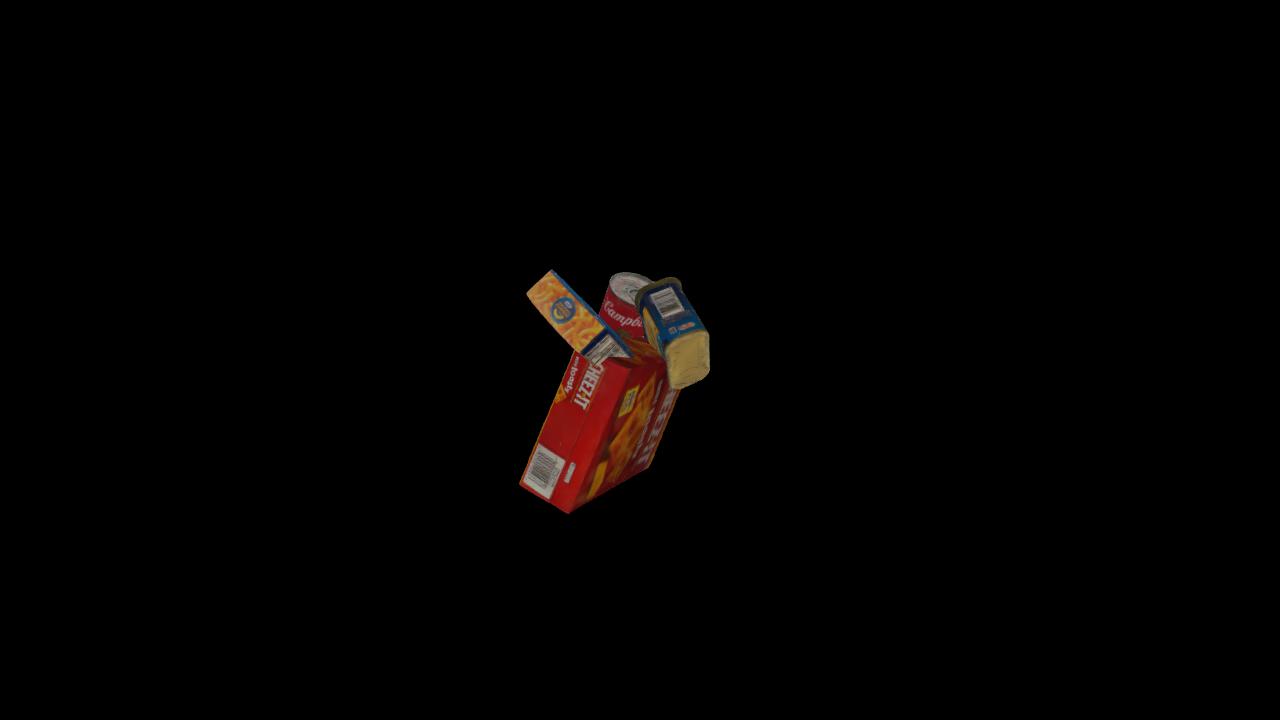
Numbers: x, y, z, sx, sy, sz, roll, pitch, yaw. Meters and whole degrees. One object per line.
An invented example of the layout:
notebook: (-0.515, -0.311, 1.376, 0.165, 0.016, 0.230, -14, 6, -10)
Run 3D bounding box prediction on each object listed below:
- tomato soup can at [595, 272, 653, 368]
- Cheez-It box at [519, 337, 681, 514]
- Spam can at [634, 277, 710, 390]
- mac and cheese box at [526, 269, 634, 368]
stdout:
tomato soup can: (-0.019, -0.048, 0.755, 0.068, 0.101, 0.068, 14, 40, -12)
Cheez-It box: (-0.026, 0.062, 0.696, 0.071, 0.166, 0.223, 27, 12, 18)
Spam can: (0.038, -0.028, 0.701, 0.058, 0.085, 0.101, -21, -35, -7)
mac and cheese box: (-0.041, -0.015, 0.644, 0.093, 0.041, 0.184, 48, 0, 28)
